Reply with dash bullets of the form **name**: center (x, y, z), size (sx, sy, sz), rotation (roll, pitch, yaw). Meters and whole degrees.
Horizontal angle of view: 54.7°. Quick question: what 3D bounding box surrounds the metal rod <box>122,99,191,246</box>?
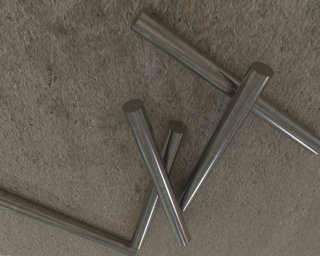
- **metal rod**: center (0.005, 0.084, 0.444), size (0.025, 0.025, 0.299), rotation (-11, 130, 9)

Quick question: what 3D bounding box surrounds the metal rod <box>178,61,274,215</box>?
- **metal rod**: center (0.068, 0.039, 0.420), size (0.025, 0.025, 0.298), rotation (11, 136, -9)

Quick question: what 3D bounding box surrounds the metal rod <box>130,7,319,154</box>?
- **metal rod**: center (0.097, -0.043, 0.371), size (0.301, 0.025, 0.025), rotation (29, 124, -23)

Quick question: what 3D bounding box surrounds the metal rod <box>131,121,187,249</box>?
- **metal rod**: center (-0.010, 0.109, 0.499), size (0.025, 0.025, 0.298), rotation (10, 130, -9)

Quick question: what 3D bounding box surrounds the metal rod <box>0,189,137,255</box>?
- **metal rod**: center (-0.167, 0.170, 0.550), size (0.301, 0.025, 0.025), rotation (32, 123, -25)
